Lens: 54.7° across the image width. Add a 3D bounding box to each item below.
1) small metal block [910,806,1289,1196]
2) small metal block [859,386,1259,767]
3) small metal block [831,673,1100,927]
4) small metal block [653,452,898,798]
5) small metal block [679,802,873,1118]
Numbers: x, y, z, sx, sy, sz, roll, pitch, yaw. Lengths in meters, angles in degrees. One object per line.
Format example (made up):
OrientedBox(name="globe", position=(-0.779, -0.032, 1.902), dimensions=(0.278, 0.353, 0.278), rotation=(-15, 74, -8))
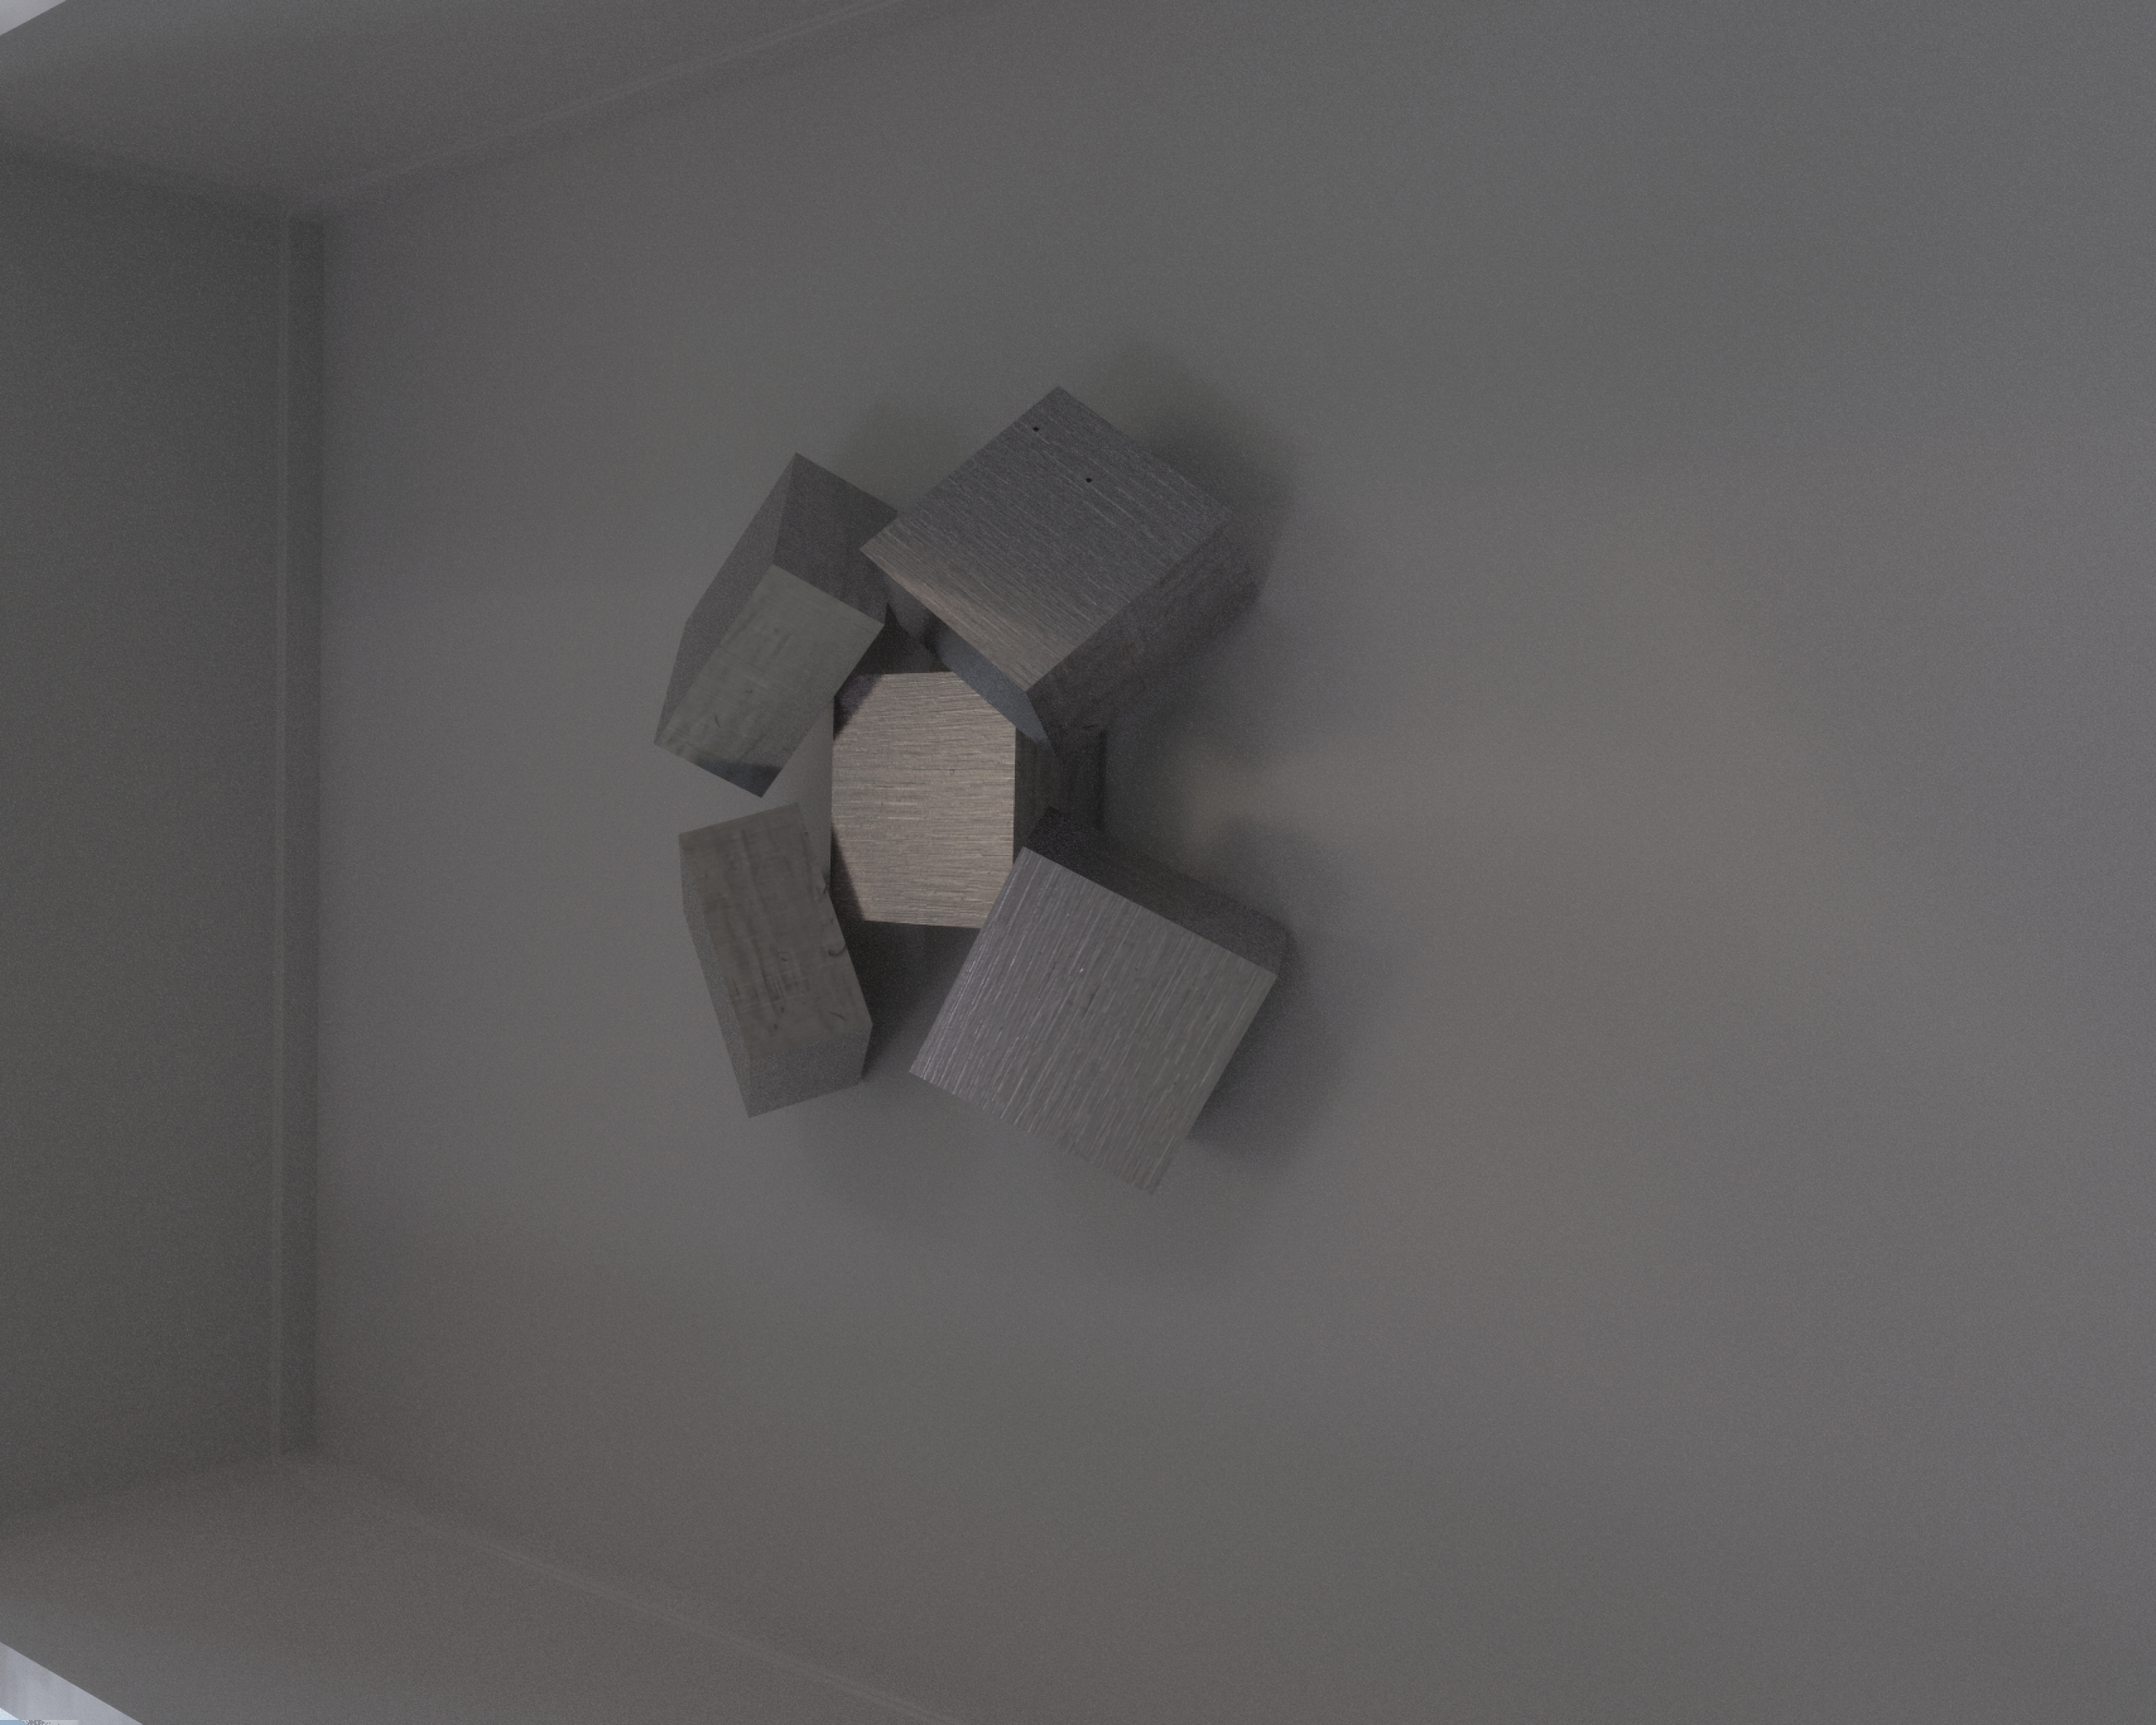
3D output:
OrientedBox(name="small metal block", position=(0.004, 0.025, 0.386), dimensions=(0.050, 0.025, 0.050), rotation=(27, 110, 0))
OrientedBox(name="small metal block", position=(-0.003, -0.054, 0.391), dimensions=(0.050, 0.025, 0.050), rotation=(-41, 58, -10))
OrientedBox(name="small metal block", position=(-0.023, -0.013, 0.423), dimensions=(0.050, 0.025, 0.050), rotation=(2, 92, 40))
OrientedBox(name="small metal block", position=(-0.063, -0.050, 0.440), dimensions=(0.050, 0.025, 0.050), rotation=(-50, 23, 29))
OrientedBox(name="small metal block", position=(-0.065, 0.022, 0.443), dimensions=(0.050, 0.025, 0.050), rotation=(114, 137, -68))
